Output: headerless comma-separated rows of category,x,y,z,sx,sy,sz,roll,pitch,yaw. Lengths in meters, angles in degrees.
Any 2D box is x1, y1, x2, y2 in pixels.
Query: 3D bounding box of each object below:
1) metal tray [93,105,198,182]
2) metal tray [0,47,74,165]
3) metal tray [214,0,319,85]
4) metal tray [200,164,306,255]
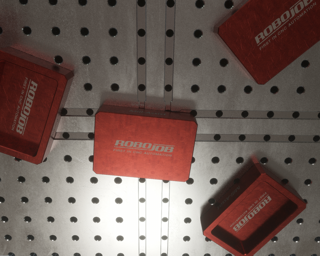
metal tray,-0.021,0.022,0.418,0.131,0.030,0.089,6,110,-3
metal tray,-0.176,-0.026,0.398,0.090,0.030,0.129,21,109,-8
metal tray,0.142,-0.126,0.366,0.130,0.030,0.090,-40,106,13
metal tray,0.135,0.127,0.459,0.090,0.030,0.130,36,106,-13
